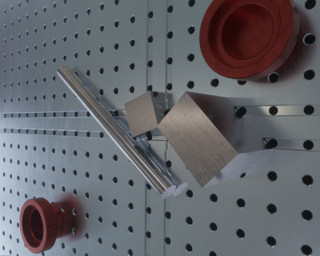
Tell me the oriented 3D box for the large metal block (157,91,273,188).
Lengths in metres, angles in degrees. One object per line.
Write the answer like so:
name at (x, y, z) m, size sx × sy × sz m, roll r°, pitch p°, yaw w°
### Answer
large metal block at (0.058, 0.010, 0.326) m, size 0.050 × 0.081 × 0.080 m, roll -51°, pitch 60°, yaw 28°

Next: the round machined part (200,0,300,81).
round machined part at (0.094, -0.098, 0.321) m, size 0.098 × 0.042 × 0.097 m, roll 0°, pitch 90°, yaw 40°

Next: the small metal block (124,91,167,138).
small metal block at (-0.018, -0.018, 0.425) m, size 0.050 × 0.025 × 0.050 m, roll -22°, pitch 76°, yaw 38°

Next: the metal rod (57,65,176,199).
metal rod at (-0.080, -0.009, 0.475) m, size 0.300 × 0.025 × 0.025 m, roll 45°, pitch 117°, yaw 30°

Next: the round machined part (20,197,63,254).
round machined part at (-0.218, 0.178, 0.579) m, size 0.098 × 0.042 × 0.097 m, roll 0°, pitch 90°, yaw 40°
